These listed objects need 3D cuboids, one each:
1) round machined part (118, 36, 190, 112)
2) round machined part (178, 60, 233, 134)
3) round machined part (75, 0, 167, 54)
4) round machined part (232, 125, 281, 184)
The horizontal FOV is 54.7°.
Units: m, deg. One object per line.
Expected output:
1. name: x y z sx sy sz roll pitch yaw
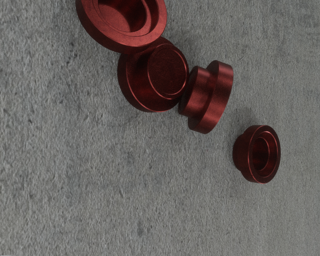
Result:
1. round machined part: -0.001 -0.069 0.393 0.099 0.042 0.097 0 90 -40
2. round machined part: 0.055 -0.044 0.412 0.042 0.098 0.098 18 77 -9
3. round machined part: -0.045 -0.128 0.345 0.099 0.042 0.098 8 74 -28
4. round machined part: 0.161 0.044 0.529 0.099 0.042 0.097 0 90 -40
